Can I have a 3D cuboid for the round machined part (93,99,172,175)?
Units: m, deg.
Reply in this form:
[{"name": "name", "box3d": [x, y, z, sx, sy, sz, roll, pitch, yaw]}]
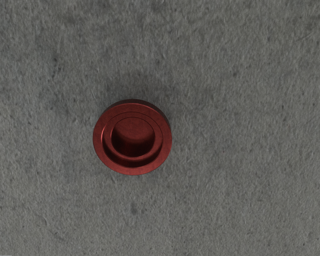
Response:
[{"name": "round machined part", "box3d": [-0.034, 0.009, 0.404, 0.099, 0.042, 0.097, 0, 110, -1]}]
